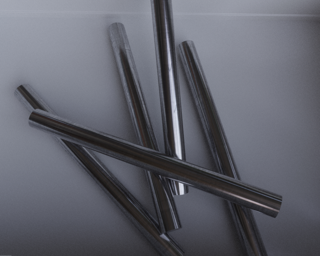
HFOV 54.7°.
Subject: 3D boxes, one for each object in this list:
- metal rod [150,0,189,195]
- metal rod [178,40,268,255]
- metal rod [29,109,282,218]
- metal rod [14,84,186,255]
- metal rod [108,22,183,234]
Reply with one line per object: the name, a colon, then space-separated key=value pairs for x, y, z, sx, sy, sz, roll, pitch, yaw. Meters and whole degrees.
metal rod: x=0.009 y=-0.069 z=0.372 sx=0.025 sy=0.025 sz=0.298 roll=-6 pitch=94 yaw=-2
metal rod: x=0.075 y=0.016 z=0.404 sx=0.025 sy=0.025 sz=0.299 roll=-13 pitch=71 yaw=-5
metal rod: x=-0.016 y=0.035 z=0.355 sx=0.301 sy=0.025 sz=0.025 roll=19 pitch=71 yaw=12
metal rod: x=-0.084 y=0.049 z=0.390 sx=0.025 sy=0.025 sz=0.300 roll=-43 pitch=76 yaw=-14
metal rod: x=-0.026 y=-0.017 z=0.406 sx=0.025 sy=0.025 sz=0.299 roll=-14 pitch=67 yaw=-5
